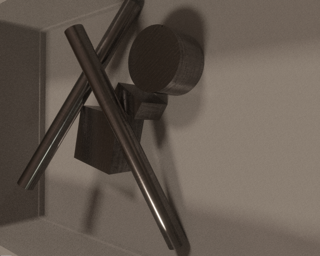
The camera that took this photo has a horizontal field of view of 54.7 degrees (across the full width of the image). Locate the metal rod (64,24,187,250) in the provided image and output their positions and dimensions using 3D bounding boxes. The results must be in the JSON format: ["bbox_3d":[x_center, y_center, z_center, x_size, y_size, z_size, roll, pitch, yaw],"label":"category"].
[{"bbox_3d":[-0.043,0.011,0.388,0.025,0.025,0.299,-26,90,37],"label":"metal rod"}]

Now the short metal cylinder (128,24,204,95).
[{"bbox_3d":[0.007,-0.081,0.383,0.080,0.050,0.079,0,90,39],"label":"short metal cylinder"}]

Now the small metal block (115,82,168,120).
[{"bbox_3d":[-0.027,-0.035,0.411,0.050,0.050,0.025,41,115,32],"label":"small metal block"}]

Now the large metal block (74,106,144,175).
[{"bbox_3d":[-0.075,0.014,0.450,0.080,0.050,0.079,17,101,38],"label":"large metal block"}]

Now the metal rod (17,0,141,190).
[{"bbox_3d":[-0.114,-0.047,0.439,0.025,0.025,0.299,31,90,35],"label":"metal rod"}]
